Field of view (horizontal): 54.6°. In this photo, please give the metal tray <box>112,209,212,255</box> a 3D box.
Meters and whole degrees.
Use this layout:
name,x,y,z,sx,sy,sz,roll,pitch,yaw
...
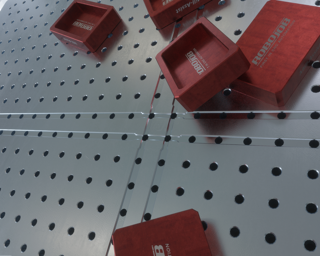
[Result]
name,x,y,z,sx,sy,sz,roll,pitch,yaw
metal tray,0.011,0.151,0.290,0.090,0.030,0.130,-15,54,-2

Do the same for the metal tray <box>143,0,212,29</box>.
name,x,y,z,sx,sy,sz,roll,pitch,yaw
metal tray,0.037,-0.235,0.530,0.130,0.030,0.090,-27,52,11

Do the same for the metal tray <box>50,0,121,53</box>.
name,x,y,z,sx,sy,sz,roll,pitch,yaw
metal tray,-0.149,-0.204,0.610,0.130,0.030,0.090,28,77,37

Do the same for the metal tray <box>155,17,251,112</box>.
name,x,y,z,sx,sy,sz,roll,pitch,yaw
metal tray,0.048,-0.088,0.404,0.090,0.030,0.130,-38,35,13

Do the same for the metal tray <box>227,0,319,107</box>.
name,x,y,z,sx,sy,sz,roll,pitch,yaw
metal tray,0.145,-0.098,0.390,0.090,0.030,0.130,30,78,37
